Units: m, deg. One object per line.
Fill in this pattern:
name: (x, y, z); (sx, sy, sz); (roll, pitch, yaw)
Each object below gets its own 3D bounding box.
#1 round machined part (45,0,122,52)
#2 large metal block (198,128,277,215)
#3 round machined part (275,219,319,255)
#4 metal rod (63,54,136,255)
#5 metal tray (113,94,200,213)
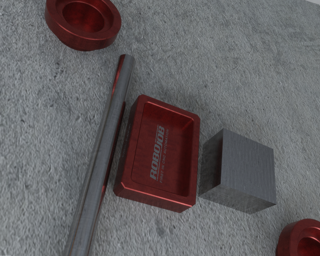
round machined part: (-0.106, -0.144, 0.424); (0.099, 0.042, 0.098); (14, 56, -21)
large metal block: (0.101, 0.058, 0.407); (0.080, 0.050, 0.080); (22, 54, -15)
round machined part: (0.187, 0.169, 0.390); (0.099, 0.042, 0.098); (14, 56, -21)
metal rod: (-0.064, 0.028, 0.351); (0.025, 0.025, 0.300); (20, 54, -17)
metal tray: (0.001, 0.029, 0.383); (0.091, 0.030, 0.130); (20, 54, -17)
